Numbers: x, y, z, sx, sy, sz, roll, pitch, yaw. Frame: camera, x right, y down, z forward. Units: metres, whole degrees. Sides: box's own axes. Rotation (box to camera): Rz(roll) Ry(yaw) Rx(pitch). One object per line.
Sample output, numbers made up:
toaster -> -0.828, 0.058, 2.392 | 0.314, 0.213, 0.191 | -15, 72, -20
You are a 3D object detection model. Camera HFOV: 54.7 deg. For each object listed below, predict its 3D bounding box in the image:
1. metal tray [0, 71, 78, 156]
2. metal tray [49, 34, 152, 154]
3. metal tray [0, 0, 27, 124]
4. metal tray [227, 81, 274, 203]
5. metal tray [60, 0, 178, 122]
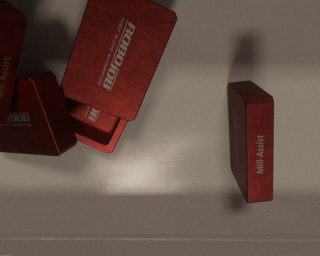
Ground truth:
metal tray -> -0.166, -0.015, 0.368 | 0.130, 0.030, 0.089 | 0, 114, 31
metal tray -> -0.076, -0.042, 0.391 | 0.090, 0.030, 0.129 | 25, 108, -10
metal tray -> -0.189, -0.075, 0.317 | 0.090, 0.030, 0.129 | 37, 121, 16
metal tray -> 0.110, 0.014, 0.383 | 0.030, 0.090, 0.129 | -6, 110, 2
metal tray -> -0.047, -0.083, 0.345 | 0.090, 0.030, 0.129 | 22, 108, -8
